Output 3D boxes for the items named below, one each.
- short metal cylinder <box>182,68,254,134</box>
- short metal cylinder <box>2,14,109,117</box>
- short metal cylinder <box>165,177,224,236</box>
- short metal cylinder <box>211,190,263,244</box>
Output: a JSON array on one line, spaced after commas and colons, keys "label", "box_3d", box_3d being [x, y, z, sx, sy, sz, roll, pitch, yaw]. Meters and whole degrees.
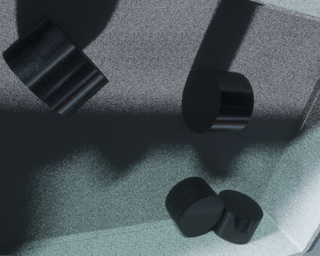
[{"label": "short metal cylinder", "box_3d": [0.070, -0.033, 0.391, 0.050, 0.080, 0.079, 1, 118, -29]}, {"label": "short metal cylinder", "box_3d": [-0.094, -0.056, 0.287, 0.050, 0.080, 0.080, -42, 129, 1]}, {"label": "short metal cylinder", "box_3d": [0.056, 0.126, 0.501, 0.081, 0.050, 0.079, -14, 124, -21]}, {"label": "short metal cylinder", "box_3d": [0.131, 0.152, 0.539, 0.081, 0.080, 0.050, 4, 117, -30]}]
